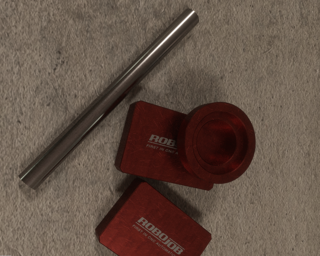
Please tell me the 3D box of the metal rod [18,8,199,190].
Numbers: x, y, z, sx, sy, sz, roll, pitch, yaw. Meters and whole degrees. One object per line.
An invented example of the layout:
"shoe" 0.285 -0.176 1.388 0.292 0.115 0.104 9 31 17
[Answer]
"metal rod" -0.054 -0.046 0.389 0.025 0.025 0.301 46 75 -15

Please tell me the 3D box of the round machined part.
"round machined part" 0.066 0.018 0.386 0.099 0.042 0.097 0 90 -21

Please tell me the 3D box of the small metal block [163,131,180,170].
"small metal block" 0.028 0.031 0.421 0.050 0.025 0.050 10 87 -20

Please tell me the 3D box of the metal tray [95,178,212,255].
"metal tray" -0.006 0.139 0.405 0.130 0.030 0.090 42 77 -16

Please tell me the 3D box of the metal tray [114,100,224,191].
"metal tray" 0.016 0.025 0.406 0.131 0.030 0.090 16 84 -20
